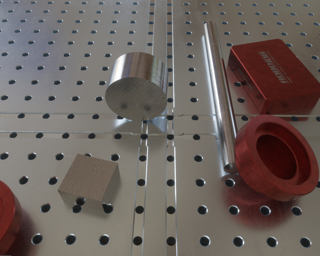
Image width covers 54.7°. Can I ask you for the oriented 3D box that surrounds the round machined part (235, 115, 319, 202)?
[{"bbox_3d":[0.126,0.036,0.351,0.099,0.042,0.098,14,53,-20],"label":"round machined part"}]

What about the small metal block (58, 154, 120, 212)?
[{"bbox_3d":[-0.080,0.062,0.355,0.050,0.025,0.050,12,51,10],"label":"small metal block"}]

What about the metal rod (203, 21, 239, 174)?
[{"bbox_3d":[0.089,-0.067,0.464,0.025,0.025,0.300,0,50,0],"label":"metal rod"}]

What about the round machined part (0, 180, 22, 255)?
[{"bbox_3d":[-0.189,0.100,0.311,0.099,0.042,0.098,0,50,0],"label":"round machined part"}]

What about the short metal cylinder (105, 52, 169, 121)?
[{"bbox_3d":[-0.029,-0.054,0.417,0.080,0.080,0.050,3,50,2],"label":"short metal cylinder"}]

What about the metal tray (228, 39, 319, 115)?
[{"bbox_3d":[0.172,-0.083,0.475,0.091,0.030,0.130,-11,51,-9],"label":"metal tray"}]
